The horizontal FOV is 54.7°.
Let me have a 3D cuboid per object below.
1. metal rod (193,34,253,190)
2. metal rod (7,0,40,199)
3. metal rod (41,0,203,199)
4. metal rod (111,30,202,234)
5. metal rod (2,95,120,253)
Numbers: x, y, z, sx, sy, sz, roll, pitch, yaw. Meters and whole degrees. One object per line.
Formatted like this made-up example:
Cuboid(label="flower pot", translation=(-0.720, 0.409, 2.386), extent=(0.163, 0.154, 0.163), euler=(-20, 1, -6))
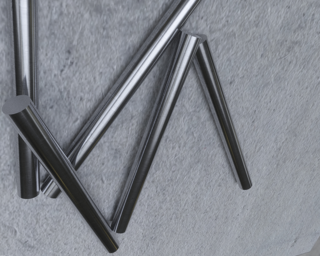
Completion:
Cuboid(label="metal rod", translation=(0.098, -0.002, 0.461), extent=(0.025, 0.025, 0.299), euler=(-34, 129, -7))
Cuboid(label="metal rod", translation=(-0.131, -0.054, 0.301), extent=(0.025, 0.025, 0.298), euler=(-4, 120, -27))
Cuboid(label="metal rod", translation=(-0.046, -0.039, 0.358), extent=(0.025, 0.025, 0.299), euler=(30, 101, -38))
Cuboid(label="metal rod", translation=(-0.013, 0.023, 0.406), extent=(0.025, 0.025, 0.298), euler=(5, 119, -31))
Cuboid(label="metal rod", translation=(-0.099, 0.081, 0.374), extent=(0.025, 0.025, 0.299), euler=(-26, 137, -12))
